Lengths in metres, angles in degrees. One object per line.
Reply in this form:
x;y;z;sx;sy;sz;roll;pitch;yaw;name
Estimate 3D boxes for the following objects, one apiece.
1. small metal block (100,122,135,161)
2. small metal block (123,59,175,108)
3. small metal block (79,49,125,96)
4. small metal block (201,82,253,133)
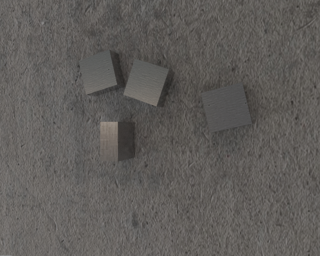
-0.056;0.017;0.415;0.025;0.050;0.050;0;90;20;small metal block
-0.014;-0.060;0.414;0.050;0.025;0.050;21;97;18;small metal block
-0.082;-0.077;0.438;0.050;0.025;0.050;-15;85;19;small metal block
0.083;-0.024;0.380;0.050;0.025;0.050;-14;86;19;small metal block
